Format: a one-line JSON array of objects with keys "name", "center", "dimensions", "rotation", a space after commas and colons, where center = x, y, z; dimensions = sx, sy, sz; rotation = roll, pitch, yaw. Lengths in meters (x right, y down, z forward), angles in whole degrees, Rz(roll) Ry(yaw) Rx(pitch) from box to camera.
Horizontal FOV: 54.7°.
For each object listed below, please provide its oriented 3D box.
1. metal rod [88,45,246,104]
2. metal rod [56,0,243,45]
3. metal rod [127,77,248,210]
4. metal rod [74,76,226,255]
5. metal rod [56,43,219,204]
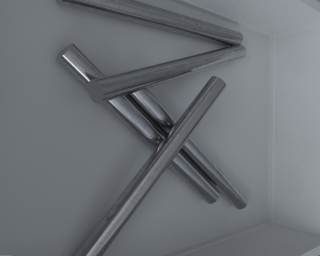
[{"name": "metal rod", "center": [0.034, -0.082, 0.416], "dimensions": [0.302, 0.025, 0.025], "rotation": [-25, 106, -44]}, {"name": "metal rod", "center": [0.012, -0.144, 0.417], "dimensions": [0.302, 0.025, 0.025], "rotation": [-1, 91, -40]}, {"name": "metal rod", "center": [0.047, 0.034, 0.448], "dimensions": [0.300, 0.025, 0.025], "rotation": [46, 62, -31]}, {"name": "metal rod", "center": [-0.009, 0.051, 0.374], "dimensions": [0.300, 0.025, 0.025], "rotation": [-52, 121, -18]}, {"name": "metal rod", "center": [-0.010, 0.013, 0.399], "dimensions": [0.300, 0.025, 0.025], "rotation": [46, 62, -31]}]
